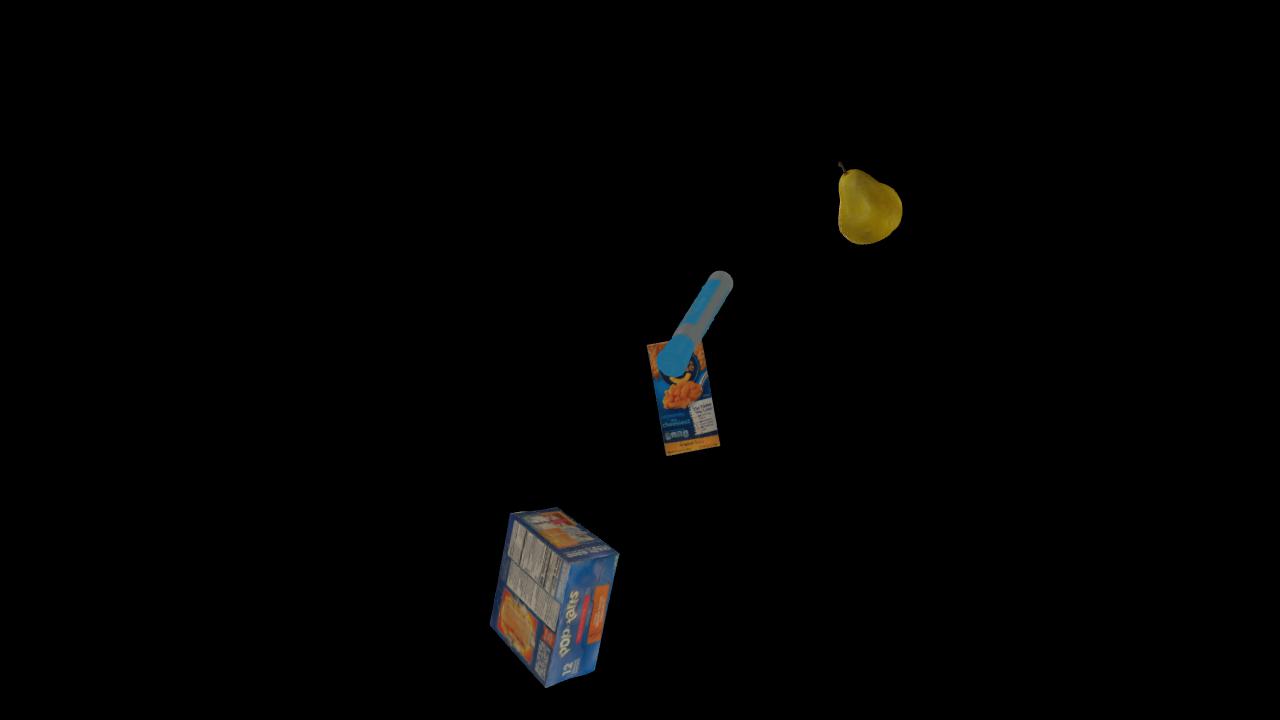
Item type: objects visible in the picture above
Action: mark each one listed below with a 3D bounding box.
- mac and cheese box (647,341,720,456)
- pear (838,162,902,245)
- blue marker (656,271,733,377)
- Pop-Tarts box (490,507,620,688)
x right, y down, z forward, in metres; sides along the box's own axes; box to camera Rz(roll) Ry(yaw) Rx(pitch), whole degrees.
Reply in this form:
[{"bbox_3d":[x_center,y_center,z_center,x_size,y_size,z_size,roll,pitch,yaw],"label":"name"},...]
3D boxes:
[{"bbox_3d":[0.071,0.058,1.010,0.093,0.184,0.041,-11,1,2],"label":"mac and cheese box"},{"bbox_3d":[0.273,-0.201,0.761,0.080,0.111,0.080,-28,18,10],"label":"pear"},{"bbox_3d":[0.038,-0.026,0.405,0.020,0.020,0.121,0,31,25],"label":"blue marker"},{"bbox_3d":[-0.114,0.300,0.799,0.083,0.167,0.141,3,12,-43],"label":"Pop-Tarts box"}]
